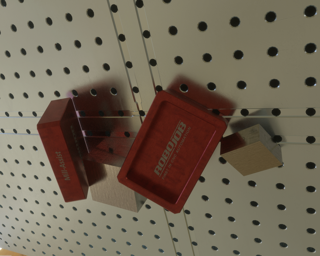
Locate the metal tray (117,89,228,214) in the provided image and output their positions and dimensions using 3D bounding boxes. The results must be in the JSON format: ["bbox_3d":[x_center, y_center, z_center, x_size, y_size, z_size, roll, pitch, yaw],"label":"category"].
[{"bbox_3d":[0.014,0.029,0.383,0.090,0.030,0.129,28,104,8],"label":"metal tray"}]

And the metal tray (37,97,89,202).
[{"bbox_3d":[-0.134,0.031,0.455,0.030,0.090,0.129,-10,117,-1],"label":"metal tray"}]

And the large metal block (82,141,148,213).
[{"bbox_3d":[-0.062,0.073,0.471,0.080,0.050,0.079,9,122,23],"label":"large metal block"}]

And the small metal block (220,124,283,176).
[{"bbox_3d":[0.106,0.027,0.361,0.050,0.025,0.050,-26,127,36],"label":"small metal block"}]
